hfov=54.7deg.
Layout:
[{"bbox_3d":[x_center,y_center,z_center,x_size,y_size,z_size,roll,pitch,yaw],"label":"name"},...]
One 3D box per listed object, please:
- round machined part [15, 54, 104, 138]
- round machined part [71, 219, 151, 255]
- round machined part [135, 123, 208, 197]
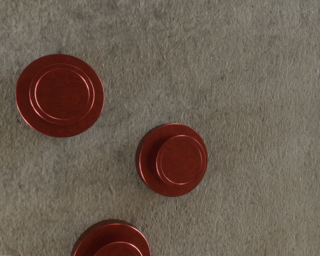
[{"bbox_3d":[-0.114,-0.037,0.358,0.099,0.042,0.097,0,90,-21],"label":"round machined part"},{"bbox_3d":[-0.058,0.167,0.380,0.099,0.042,0.097,0,90,-21],"label":"round machined part"},{"bbox_3d":[0.021,0.043,0.409,0.099,0.042,0.097,0,90,-21],"label":"round machined part"}]
